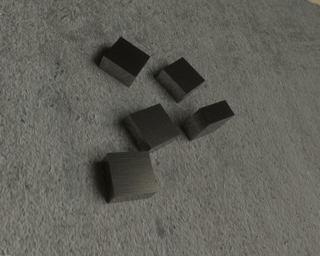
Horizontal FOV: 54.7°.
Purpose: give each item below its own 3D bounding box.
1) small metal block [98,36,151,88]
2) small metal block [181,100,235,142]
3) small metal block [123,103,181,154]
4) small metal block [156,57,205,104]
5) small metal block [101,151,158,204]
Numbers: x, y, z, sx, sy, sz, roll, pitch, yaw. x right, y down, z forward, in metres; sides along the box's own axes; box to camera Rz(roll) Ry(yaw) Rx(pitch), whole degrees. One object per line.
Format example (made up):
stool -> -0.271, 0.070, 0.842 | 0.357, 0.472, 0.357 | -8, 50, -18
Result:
small metal block -> -0.049, -0.093, 0.434 | 0.050, 0.025, 0.050 | 33, 51, -7
small metal block -> 0.066, -0.010, 0.429 | 0.050, 0.050, 0.025 | -19, 72, -35
small metal block -> -0.010, 0.002, 0.397 | 0.050, 0.025, 0.050 | -24, 75, -37
small metal block -> 0.031, -0.072, 0.464 | 0.050, 0.025, 0.050 | 47, 51, 5
small metal block -> -0.035, 0.055, 0.351 | 0.050, 0.025, 0.050 | -1, 62, -29
